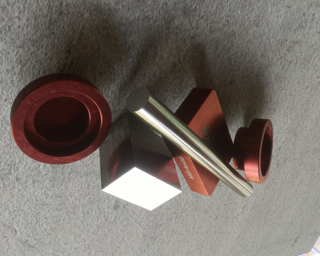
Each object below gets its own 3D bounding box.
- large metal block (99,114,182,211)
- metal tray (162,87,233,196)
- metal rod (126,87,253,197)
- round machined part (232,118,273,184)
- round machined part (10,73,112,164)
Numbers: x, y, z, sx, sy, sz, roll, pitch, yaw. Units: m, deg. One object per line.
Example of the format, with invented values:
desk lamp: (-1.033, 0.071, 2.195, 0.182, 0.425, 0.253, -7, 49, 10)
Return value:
large metal block: (-0.026, 0.043, 0.378, 0.050, 0.080, 0.080, -37, 132, 22)
metal tray: (0.058, 0.021, 0.425, 0.090, 0.030, 0.130, -54, 135, -28)
metal rod: (0.059, 0.037, 0.383, 0.025, 0.025, 0.301, -47, 139, 4)
round machined part: (0.142, 0.033, 0.476, 0.099, 0.042, 0.097, -16, 108, -58)
round machined part: (-0.106, -0.013, 0.331, 0.099, 0.042, 0.097, -14, 125, -21)
